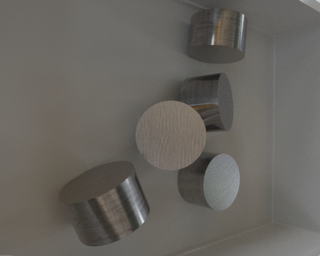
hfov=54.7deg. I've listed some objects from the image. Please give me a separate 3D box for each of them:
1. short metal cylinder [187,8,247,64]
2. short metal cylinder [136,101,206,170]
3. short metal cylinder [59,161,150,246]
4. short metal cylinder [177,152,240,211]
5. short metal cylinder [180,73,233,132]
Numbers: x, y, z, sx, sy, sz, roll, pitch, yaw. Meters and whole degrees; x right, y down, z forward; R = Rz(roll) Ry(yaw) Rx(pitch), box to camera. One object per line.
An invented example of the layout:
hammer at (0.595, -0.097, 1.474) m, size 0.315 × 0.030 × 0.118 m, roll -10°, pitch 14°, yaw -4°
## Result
short metal cylinder at (0.082, -0.128, 0.441) m, size 0.081 × 0.080 × 0.050 m, roll 10°, pitch 84°, yaw -40°
short metal cylinder at (0.013, 0.007, 0.377) m, size 0.081 × 0.050 × 0.079 m, roll 0°, pitch 93°, yaw 0°
short metal cylinder at (-0.057, 0.076, 0.325) m, size 0.081 × 0.080 × 0.050 m, roll -31°, pitch 110°, yaw -36°
short metal cylinder at (0.072, 0.076, 0.453) m, size 0.081 × 0.050 × 0.079 m, roll 0°, pitch 90°, yaw -40°
short metal cylinder at (0.067, -0.034, 0.431) m, size 0.080 × 0.050 × 0.080 m, roll 17°, pitch 71°, yaw -62°
